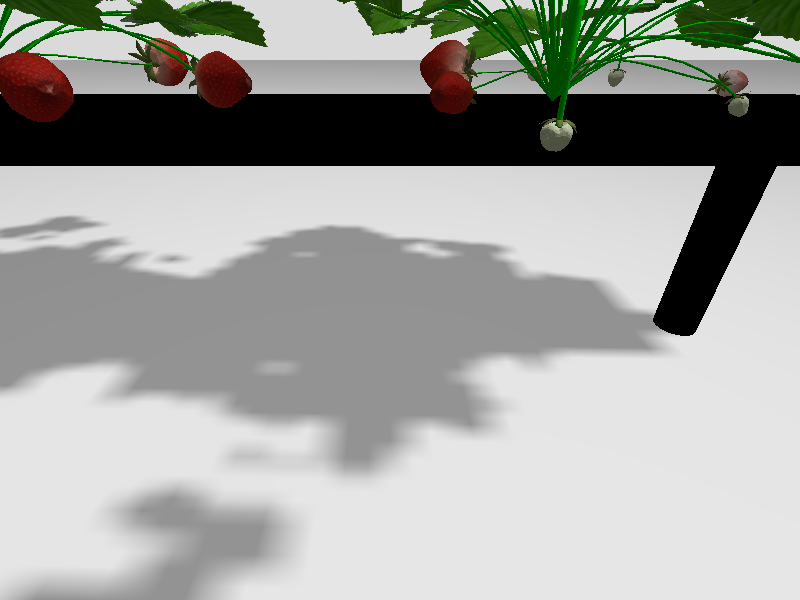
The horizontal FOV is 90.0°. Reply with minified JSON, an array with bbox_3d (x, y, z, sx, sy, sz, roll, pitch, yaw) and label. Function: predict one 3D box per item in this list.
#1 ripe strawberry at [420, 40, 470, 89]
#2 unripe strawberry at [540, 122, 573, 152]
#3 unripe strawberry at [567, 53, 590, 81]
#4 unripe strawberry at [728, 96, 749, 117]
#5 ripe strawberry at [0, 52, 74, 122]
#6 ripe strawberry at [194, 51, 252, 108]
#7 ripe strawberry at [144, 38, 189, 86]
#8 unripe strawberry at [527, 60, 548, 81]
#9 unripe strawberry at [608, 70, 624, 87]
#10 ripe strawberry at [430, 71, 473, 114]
[{"bbox_3d":[0.037,-0.198,0.344,0.043,0.043,0.040,16,36,25],"label":"ripe strawberry"},{"bbox_3d":[0.055,-0.058,0.141,0.011,0.010,0.010,10,33,15],"label":"unripe strawberry"},{"bbox_3d":[0.200,-0.264,0.458,0.030,0.032,0.033,13,19,20],"label":"unripe strawberry"},{"bbox_3d":[0.201,-0.115,0.237,0.011,0.011,0.010,-26,3,-35],"label":"unripe strawberry"},{"bbox_3d":[-0.200,-0.117,0.222,0.035,0.035,0.033,23,39,31],"label":"ripe strawberry"},{"bbox_3d":[-0.118,-0.148,0.271,0.035,0.034,0.032,9,33,8],"label":"ripe strawberry"},{"bbox_3d":[-0.240,-0.247,0.416,0.038,0.043,0.041,20,37,28],"label":"ripe strawberry"},{"bbox_3d":[0.162,-0.269,0.471,0.025,0.021,0.025,7,18,11],"label":"unripe strawberry"},{"bbox_3d":[0.232,-0.238,0.431,0.015,0.015,0.013,23,39,32],"label":"unripe strawberry"},{"bbox_3d":[0.029,-0.122,0.237,0.026,0.022,0.026,-27,41,-35],"label":"ripe strawberry"}]
